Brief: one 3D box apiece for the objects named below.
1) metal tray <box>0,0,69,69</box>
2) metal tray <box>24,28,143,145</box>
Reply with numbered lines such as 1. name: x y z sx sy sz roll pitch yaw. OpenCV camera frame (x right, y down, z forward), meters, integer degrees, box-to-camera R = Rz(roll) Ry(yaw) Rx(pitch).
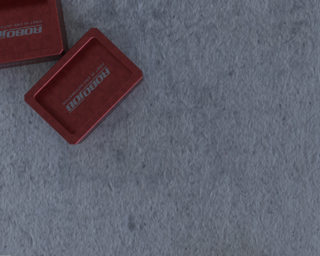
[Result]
1. metal tray: -0.193 -0.128 0.404 0.131 0.030 0.089 -9 90 -1
2. metal tray: -0.097 -0.053 0.406 0.090 0.030 0.130 44 90 -1
